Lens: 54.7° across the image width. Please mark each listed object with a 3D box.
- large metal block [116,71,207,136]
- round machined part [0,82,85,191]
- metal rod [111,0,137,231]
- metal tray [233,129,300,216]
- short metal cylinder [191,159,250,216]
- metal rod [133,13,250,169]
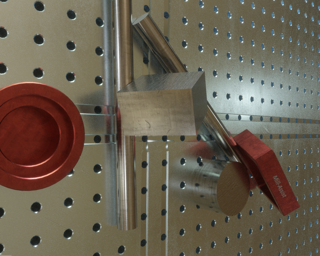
[{"bbox_3d":[0.007,-0.030,0.357,0.080,0.080,0.050,-53,139,-62],"label":"large metal block"},{"bbox_3d":[-0.126,0.007,0.294,0.099,0.042,0.097,0,90,-40],"label":"round machined part"},{"bbox_3d":[-0.043,-0.029,0.374,0.025,0.025,0.298,-2,92,-40],"label":"metal rod"},{"bbox_3d":[0.175,0.073,0.516,0.030,0.090,0.130,-33,115,2],"label":"metal tray"},{"bbox_3d":[0.093,0.089,0.474,0.081,0.050,0.079,0,90,-40],"label":"short metal cylinder"},{"bbox_3d":[0.059,-0.035,0.460,0.300,0.025,0.025,51,60,-28],"label":"metal rod"}]
